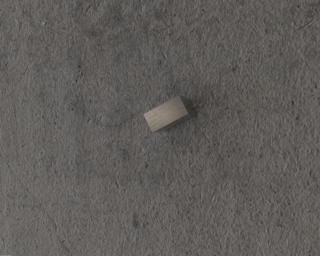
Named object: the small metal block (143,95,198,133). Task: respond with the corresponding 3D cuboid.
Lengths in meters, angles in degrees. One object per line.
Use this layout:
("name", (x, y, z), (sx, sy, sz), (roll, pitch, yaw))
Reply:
("small metal block", (0.015, -0.017, 0.391), (0.050, 0.050, 0.025), (-28, 81, 18))
